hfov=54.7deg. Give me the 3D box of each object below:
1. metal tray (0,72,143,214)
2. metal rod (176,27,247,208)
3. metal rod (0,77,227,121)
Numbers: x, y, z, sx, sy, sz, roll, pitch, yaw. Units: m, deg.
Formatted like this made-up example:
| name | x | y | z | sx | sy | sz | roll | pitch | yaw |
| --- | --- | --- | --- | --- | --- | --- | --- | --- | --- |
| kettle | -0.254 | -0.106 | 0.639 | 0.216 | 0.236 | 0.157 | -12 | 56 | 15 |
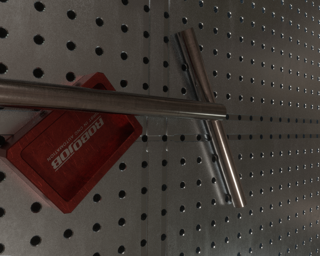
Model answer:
| name | x | y | z | sx | sy | sz | roll | pitch | yaw |
| --- | --- | --- | --- | --- | --- | --- | --- | --- | --- |
| metal tray | -0.088 | 0.013 | 0.333 | 0.130 | 0.030 | 0.090 | -49 | 119 | -29 |
| metal rod | 0.085 | -0.006 | 0.483 | 0.025 | 0.025 | 0.298 | -33 | 111 | -35 |
| metal rod | -0.030 | -0.026 | 0.346 | 0.302 | 0.025 | 0.025 | 2 | 89 | -40 |
